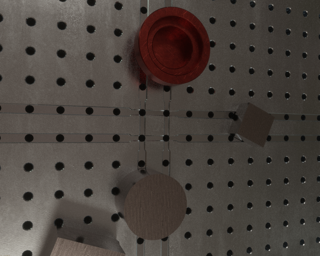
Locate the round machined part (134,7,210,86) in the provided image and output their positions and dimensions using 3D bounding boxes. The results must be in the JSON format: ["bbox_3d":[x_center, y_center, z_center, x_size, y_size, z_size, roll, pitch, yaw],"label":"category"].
[{"bbox_3d":[0.013,-0.104,0.409,0.099,0.042,0.097,0,90,-21],"label":"round machined part"}]

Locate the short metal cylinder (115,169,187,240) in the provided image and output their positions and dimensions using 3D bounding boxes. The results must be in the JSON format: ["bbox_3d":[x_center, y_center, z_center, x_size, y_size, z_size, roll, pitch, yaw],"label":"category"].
[{"bbox_3d":[-0.013,0.095,0.396,0.081,0.050,0.079,0,90,-21],"label":"short metal cylinder"}]

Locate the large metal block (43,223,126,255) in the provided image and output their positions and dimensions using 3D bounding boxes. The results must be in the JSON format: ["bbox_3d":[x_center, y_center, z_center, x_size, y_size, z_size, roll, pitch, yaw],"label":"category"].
[{"bbox_3d":[-0.097,0.169,0.364,0.080,0.050,0.080,23,82,-19],"label":"large metal block"}]

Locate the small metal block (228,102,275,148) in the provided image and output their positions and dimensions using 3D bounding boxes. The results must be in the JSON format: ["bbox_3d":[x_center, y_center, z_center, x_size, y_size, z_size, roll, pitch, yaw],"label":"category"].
[{"bbox_3d":[0.137,-0.004,0.465,0.050,0.025,0.050,26,81,-19],"label":"small metal block"}]
